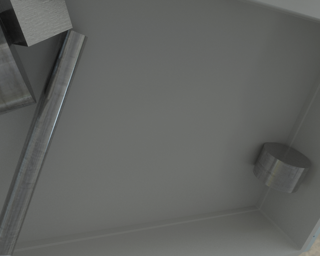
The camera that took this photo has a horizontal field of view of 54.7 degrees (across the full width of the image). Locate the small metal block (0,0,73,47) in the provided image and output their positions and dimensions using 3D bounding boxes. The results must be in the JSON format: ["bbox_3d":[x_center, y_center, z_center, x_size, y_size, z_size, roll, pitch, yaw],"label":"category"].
[{"bbox_3d":[-0.111,-0.105,0.270,0.050,0.025,0.050,-43,137,-39],"label":"small metal block"}]

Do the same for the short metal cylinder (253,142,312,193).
[{"bbox_3d":[0.208,0.066,0.531,0.081,0.080,0.050,2,118,-30],"label":"short metal cylinder"}]

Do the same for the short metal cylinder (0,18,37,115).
[{"bbox_3d":[-0.146,-0.050,0.263,0.050,0.080,0.080,-22,127,-15],"label":"short metal cylinder"}]

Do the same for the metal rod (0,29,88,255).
[{"bbox_3d":[-0.138,0.043,0.326,0.025,0.025,0.298,16,99,-35],"label":"metal rod"}]
